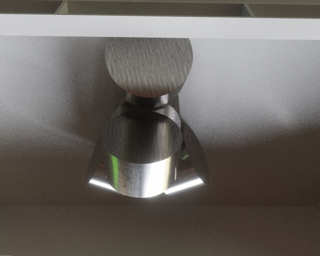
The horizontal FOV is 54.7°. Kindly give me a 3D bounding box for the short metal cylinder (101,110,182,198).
[{"bbox_3d":[-0.019,0.025,0.326,0.081,0.080,0.050,2,130,-2],"label":"short metal cylinder"}]

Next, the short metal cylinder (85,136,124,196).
[{"bbox_3d":[-0.058,0.043,0.406,0.050,0.080,0.080,23,126,-18],"label":"short metal cylinder"}]

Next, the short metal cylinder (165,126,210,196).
[{"bbox_3d":[0.026,0.043,0.408,0.050,0.080,0.080,-22,127,18],"label":"short metal cylinder"}]

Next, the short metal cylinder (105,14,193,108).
[{"bbox_3d":[-0.011,-0.064,0.308,0.081,0.080,0.050,3,173,-3],"label":"short metal cylinder"}]

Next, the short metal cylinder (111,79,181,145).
[{"bbox_3d":[-0.016,-0.018,0.373,0.081,0.050,0.079,0,130,0],"label":"short metal cylinder"}]
